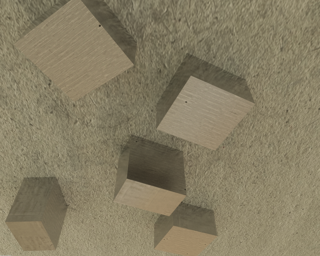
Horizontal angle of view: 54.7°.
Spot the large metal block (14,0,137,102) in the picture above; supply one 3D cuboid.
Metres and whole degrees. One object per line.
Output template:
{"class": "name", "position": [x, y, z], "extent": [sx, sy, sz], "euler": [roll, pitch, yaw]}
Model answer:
{"class": "large metal block", "position": [-0.081, -0.086, 0.316], "extent": [0.080, 0.050, 0.080], "euler": [-27, 125, 21]}

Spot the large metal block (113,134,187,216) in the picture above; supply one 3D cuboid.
{"class": "large metal block", "position": [-0.013, 0.064, 0.426], "extent": [0.080, 0.080, 0.050], "euler": [19, 128, -16]}

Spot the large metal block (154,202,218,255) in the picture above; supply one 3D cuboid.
{"class": "large metal block", "position": [0.042, 0.178, 0.543], "extent": [0.081, 0.050, 0.079], "euler": [18, 128, -15]}

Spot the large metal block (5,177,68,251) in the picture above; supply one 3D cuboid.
{"class": "large metal block", "position": [-0.187, 0.133, 0.483], "extent": [0.050, 0.080, 0.079], "euler": [-2, 130, 1]}

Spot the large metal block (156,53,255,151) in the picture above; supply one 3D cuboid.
{"class": "large metal block", "position": [0.050, -0.029, 0.367], "extent": [0.080, 0.050, 0.079], "euler": [21, 127, -17]}
